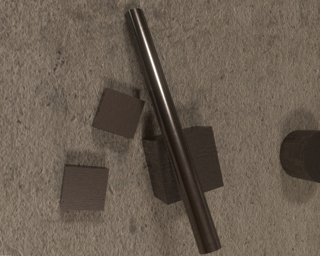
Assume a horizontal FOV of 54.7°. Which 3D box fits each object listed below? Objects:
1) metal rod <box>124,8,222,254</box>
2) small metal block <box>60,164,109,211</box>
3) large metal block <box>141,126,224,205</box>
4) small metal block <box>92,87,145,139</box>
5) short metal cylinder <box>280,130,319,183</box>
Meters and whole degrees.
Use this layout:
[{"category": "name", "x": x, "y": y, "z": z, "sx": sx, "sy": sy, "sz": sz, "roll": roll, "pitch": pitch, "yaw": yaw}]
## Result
[{"category": "metal rod", "x": 0.011, "y": -0.007, "z": 0.366, "sx": 0.025, "sy": 0.025, "sz": 0.299, "roll": -13, "pitch": 77, "yaw": -20}, {"category": "small metal block", "x": -0.092, "y": 0.072, "z": 0.376, "sx": 0.050, "sy": 0.025, "sz": 0.050, "roll": 8, "pitch": 88, "yaw": -20}, {"category": "large metal block", "x": 0.029, "y": 0.045, "z": 0.408, "sx": 0.081, "sy": 0.050, "sz": 0.080, "roll": -14, "pitch": 95, "yaw": -20}, {"category": "small metal block", "x": -0.053, "y": -0.018, "z": 0.390, "sx": 0.050, "sy": 0.025, "sz": 0.050, "roll": 19, "pitch": 84, "yaw": -20}, {"category": "short metal cylinder", "x": 0.238, "y": 0.043, "z": 0.486, "sx": 0.081, "sy": 0.050, "sz": 0.079, "roll": 0, "pitch": 90, "yaw": -21}]
